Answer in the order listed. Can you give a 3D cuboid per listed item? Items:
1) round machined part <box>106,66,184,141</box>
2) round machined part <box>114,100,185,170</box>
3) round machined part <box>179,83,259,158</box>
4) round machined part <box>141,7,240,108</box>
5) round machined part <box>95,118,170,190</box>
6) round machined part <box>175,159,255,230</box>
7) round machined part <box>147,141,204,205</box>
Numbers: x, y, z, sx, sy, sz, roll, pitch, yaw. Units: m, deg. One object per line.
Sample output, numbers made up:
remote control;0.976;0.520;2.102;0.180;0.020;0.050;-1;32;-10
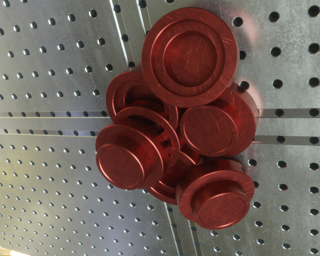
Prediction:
round machined part;-0.015;-0.031;0.390;0.098;0.042;0.097;13;124;21
round machined part;-0.012;0.007;0.411;0.098;0.042;0.097;13;124;21
round machined part;0.062;-0.005;0.364;0.098;0.042;0.097;13;124;21
round machined part;0.034;-0.071;0.324;0.098;0.042;0.097;3;99;21
round machined part;-0.041;0.039;0.392;0.098;0.042;0.097;13;124;21
round machined part;0.072;0.089;0.386;0.099;0.042;0.097;-6;127;-8
round machined part;0.019;0.054;0.424;0.098;0.042;0.097;13;124;21
